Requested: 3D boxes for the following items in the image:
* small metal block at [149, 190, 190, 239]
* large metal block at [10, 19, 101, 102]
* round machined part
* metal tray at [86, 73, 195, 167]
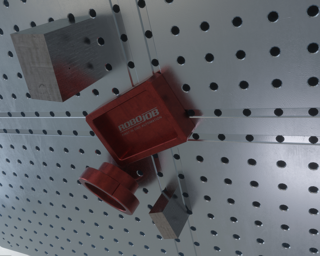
[{"bbox_3d":[0.015,0.130,0.468,0.025,0.050,0.050,-17,110,35],"label":"small metal block"},{"bbox_3d":[-0.125,-0.087,0.388,0.050,0.080,0.079,8,122,24],"label":"large metal block"},{"bbox_3d":[-0.072,0.089,0.477,0.098,0.042,0.098,28,155,14],"label":"round machined part"},{"bbox_3d":[-0.030,-0.006,0.419,0.130,0.030,0.090,-24,106,36],"label":"metal tray"}]
